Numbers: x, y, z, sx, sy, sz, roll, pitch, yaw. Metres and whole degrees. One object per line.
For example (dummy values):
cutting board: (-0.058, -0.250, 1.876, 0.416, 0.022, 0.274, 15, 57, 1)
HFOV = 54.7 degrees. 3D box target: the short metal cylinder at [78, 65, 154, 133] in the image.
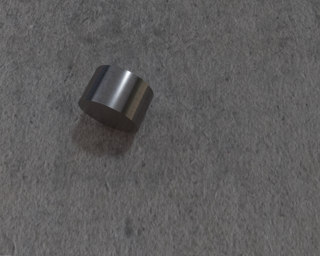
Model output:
short metal cylinder: (-0.055, -0.035, 0.391, 0.080, 0.080, 0.050, 21, 71, 7)
